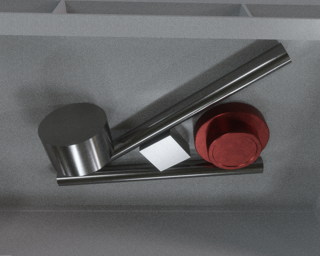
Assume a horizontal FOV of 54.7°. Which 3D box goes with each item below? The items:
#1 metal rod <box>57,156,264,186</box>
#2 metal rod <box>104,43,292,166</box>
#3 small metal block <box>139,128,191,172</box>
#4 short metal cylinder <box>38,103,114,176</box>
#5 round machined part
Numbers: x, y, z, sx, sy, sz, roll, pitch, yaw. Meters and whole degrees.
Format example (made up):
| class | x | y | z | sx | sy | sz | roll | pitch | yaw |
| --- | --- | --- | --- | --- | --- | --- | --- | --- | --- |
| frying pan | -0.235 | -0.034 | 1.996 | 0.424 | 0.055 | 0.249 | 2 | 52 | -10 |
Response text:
| class | x | y | z | sx | sy | sz | roll | pitch | yaw |
| --- | --- | --- | --- | --- | --- | --- | --- | --- | --- |
| metal rod | -0.001 | 0.065 | 0.462 | 0.302 | 0.025 | 0.025 | -4 | 130 | 3 |
| metal rod | 0.017 | -0.015 | 0.395 | 0.300 | 0.025 | 0.025 | -29 | 125 | 22 |
| small metal block | 0.007 | 0.028 | 0.430 | 0.050 | 0.025 | 0.050 | -29 | 125 | 22 |
| short metal cylinder | -0.101 | 0.013 | 0.381 | 0.080 | 0.080 | 0.050 | -4 | 130 | 3 |
| round machined part | 0.095 | 0.017 | 0.410 | 0.099 | 0.042 | 0.097 | -1 | 130 | 0 |
